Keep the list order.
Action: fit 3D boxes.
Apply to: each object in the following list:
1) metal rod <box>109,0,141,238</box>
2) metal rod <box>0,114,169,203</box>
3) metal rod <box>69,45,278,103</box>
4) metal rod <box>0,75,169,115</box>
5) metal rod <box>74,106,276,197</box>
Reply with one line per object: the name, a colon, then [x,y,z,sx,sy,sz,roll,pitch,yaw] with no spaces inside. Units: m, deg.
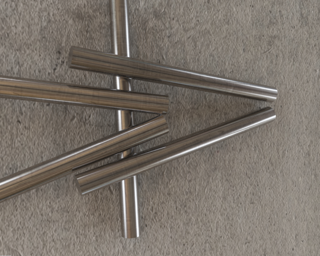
metal rod: [-0.045,-0.012,0.394,0.025,0.025,0.298,-3,91,-20]
metal rod: [-0.130,0.051,0.348,0.302,0.025,0.025,-22,98,-14]
metal rod: [0.036,-0.065,0.407,0.302,0.025,0.025,6,88,-27]
metal rod: [-0.138,-0.042,0.344,0.302,0.025,0.025,5,88,-15]
metal rod: [0.038,0.022,0.409,0.302,0.025,0.025,-18,97,-26]
